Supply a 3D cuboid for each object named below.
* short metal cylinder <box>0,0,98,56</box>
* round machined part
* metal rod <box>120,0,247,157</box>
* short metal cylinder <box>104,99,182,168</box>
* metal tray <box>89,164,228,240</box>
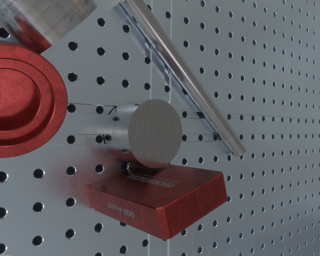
[{"bbox_3d":[-0.105,-0.110,0.285,0.050,0.080,0.080,52,60,-28],"label":"short metal cylinder"},{"bbox_3d":[-0.136,-0.027,0.270,0.099,0.042,0.097,-14,118,-27],"label":"round machined part"},{"bbox_3d":[0.047,-0.060,0.448,0.300,0.025,0.025,49,61,-29],"label":"metal rod"},{"bbox_3d":[-0.019,0.006,0.377,0.081,0.050,0.080,0,91,-40],"label":"short metal cylinder"},{"bbox_3d":[-0.006,0.070,0.336,0.091,0.130,0.030,-19,103,-38],"label":"metal tray"}]
